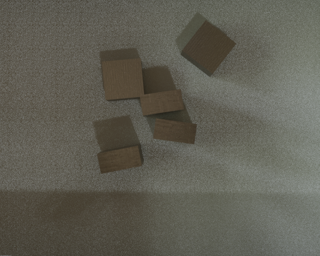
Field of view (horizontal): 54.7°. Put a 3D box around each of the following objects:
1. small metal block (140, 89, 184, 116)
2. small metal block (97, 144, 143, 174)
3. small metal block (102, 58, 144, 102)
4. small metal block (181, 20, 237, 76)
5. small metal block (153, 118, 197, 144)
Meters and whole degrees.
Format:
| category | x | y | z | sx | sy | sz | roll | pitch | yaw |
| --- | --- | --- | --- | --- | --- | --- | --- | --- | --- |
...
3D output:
| category | x | y | z | sx | sy | sz | roll | pitch | yaw |
| --- | --- | --- | --- | --- | --- | --- | --- | --- | --- |
| small metal block | 0.002 | -0.031 | 0.399 | 0.050 | 0.050 | 0.025 | -9 | 90 | 0 |
| small metal block | -0.049 | 0.038 | 0.398 | 0.050 | 0.050 | 0.025 | -11 | 90 | 0 |
| small metal block | -0.047 | -0.063 | 0.411 | 0.050 | 0.025 | 0.050 | -5 | 90 | -1 |
| small metal block | 0.064 | -0.105 | 0.412 | 0.050 | 0.025 | 0.050 | 38 | 90 | -1 |
| small metal block | 0.018 | 0.004 | 0.399 | 0.050 | 0.050 | 0.025 | 8 | 90 | -1 |
